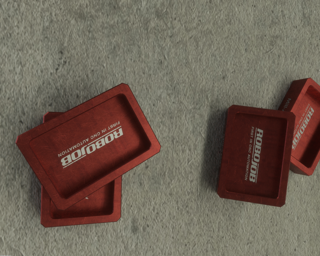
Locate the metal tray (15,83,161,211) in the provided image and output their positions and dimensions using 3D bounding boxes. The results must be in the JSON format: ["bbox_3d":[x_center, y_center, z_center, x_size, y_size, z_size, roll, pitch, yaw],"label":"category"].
[{"bbox_3d":[-0.075,0.018,0.345,0.131,0.030,0.090,-31,100,-18],"label":"metal tray"}]

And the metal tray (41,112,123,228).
[{"bbox_3d":[-0.093,0.047,0.371,0.091,0.030,0.129,1,90,-20],"label":"metal tray"}]

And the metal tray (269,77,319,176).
[{"bbox_3d":[0.225,-0.002,0.489,0.090,0.030,0.130,35,79,-17],"label":"metal tray"}]

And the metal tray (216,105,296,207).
[{"bbox_3d":[0.133,0.038,0.435,0.090,0.030,0.129,8,87,6],"label":"metal tray"}]
